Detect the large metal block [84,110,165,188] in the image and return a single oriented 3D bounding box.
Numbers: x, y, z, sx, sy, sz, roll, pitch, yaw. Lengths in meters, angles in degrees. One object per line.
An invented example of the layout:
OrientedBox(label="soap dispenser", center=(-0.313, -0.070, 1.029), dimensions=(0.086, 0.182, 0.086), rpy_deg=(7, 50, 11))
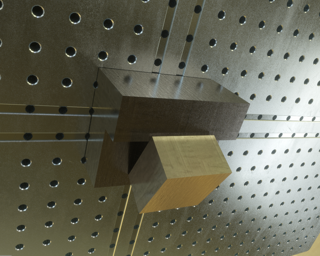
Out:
OrientedBox(label="large metal block", center=(-0.043, 0.024, 0.385), dimensions=(0.081, 0.050, 0.079), rpy_deg=(1, 118, -29))

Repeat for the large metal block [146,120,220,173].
OrientedBox(label="large metal block", center=(0.028, 0.025, 0.425), dimensions=(0.081, 0.050, 0.079), rpy_deg=(1, 118, -29))

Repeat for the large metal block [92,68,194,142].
OrientedBox(label="large metal block", center=(-0.022, -0.027, 0.347), dimensions=(0.081, 0.080, 0.050), rpy_deg=(1, 118, -29))

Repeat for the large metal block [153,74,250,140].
OrientedBox(label="large metal block", center=(0.048, -0.026, 0.386), dimensions=(0.081, 0.080, 0.050), rpy_deg=(1, 118, -29))

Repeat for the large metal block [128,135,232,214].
OrientedBox(label="large metal block", center=(0.020, 0.053, 0.353), dimensions=(0.081, 0.050, 0.079), rpy_deg=(0, 142, -29))
